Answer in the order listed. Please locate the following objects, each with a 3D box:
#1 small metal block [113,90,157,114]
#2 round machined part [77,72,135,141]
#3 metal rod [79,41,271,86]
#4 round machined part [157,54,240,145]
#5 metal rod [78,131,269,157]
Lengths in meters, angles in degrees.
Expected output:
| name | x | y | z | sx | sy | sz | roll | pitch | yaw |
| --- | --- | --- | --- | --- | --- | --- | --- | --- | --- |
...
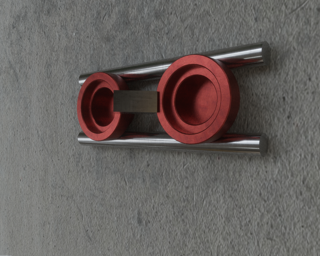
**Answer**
| name | x | y | z | sx | sy | sz | roll | pitch | yaw |
| --- | --- | --- | --- | --- | --- | --- | --- | --- | --- |
| small metal block | -0.031 | -0.031 | 0.382 | 0.050 | 0.050 | 0.025 | 178 | 93 | -83 |
| round machined part | -0.074 | -0.030 | 0.451 | 0.098 | 0.042 | 0.097 | 0 | 90 | 40 |
| metal rod | -0.007 | -0.077 | 0.412 | 0.300 | 0.025 | 0.025 | 0 | 90 | 40 |
| round machined part | 0.046 | -0.031 | 0.351 | 0.098 | 0.042 | 0.097 | 0 | 90 | 40 |
| metal rod | -0.009 | 0.017 | 0.413 | 0.300 | 0.025 | 0.025 | 0 | 90 | 40 |
